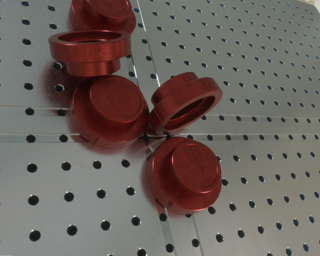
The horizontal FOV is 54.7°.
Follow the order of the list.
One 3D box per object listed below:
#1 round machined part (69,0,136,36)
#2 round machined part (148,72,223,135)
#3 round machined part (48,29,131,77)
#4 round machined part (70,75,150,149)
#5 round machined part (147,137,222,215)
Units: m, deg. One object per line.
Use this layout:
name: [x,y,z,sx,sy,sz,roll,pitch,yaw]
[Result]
round machined part: [-0.081,-0.173,0.461,0.099,0.042,0.098,14,56,-21]
round machined part: [0.028,-0.035,0.399,0.099,0.097,0.042,-19,70,-36]
round machined part: [-0.085,-0.094,0.389,0.099,0.042,0.098,0,27,0]
round machined part: [-0.058,-0.027,0.384,0.099,0.042,0.098,14,56,-21]
round machined part: [0.037,0.054,0.386,0.099,0.042,0.098,14,56,-21]
